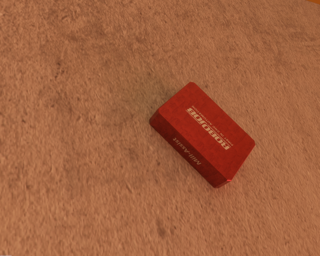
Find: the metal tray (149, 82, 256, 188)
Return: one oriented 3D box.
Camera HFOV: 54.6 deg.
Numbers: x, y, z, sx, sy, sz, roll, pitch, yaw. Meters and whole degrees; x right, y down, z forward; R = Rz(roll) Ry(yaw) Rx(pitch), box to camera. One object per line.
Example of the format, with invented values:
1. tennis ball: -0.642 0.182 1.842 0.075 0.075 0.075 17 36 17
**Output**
1. metal tray: 0.061 0.007 0.429 0.130 0.030 0.090 45 51 3
